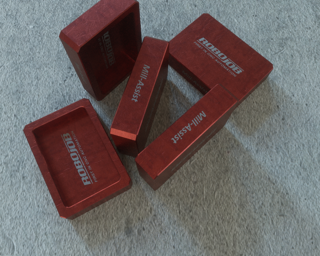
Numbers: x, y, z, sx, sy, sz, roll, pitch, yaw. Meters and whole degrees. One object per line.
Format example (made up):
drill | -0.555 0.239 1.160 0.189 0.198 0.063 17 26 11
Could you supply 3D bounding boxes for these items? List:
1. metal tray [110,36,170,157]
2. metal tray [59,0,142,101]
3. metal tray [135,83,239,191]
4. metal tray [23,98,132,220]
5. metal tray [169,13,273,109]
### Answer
metal tray | -0.021 -0.035 0.387 0.030 0.090 0.130 16 71 5
metal tray | -0.065 -0.097 0.388 0.030 0.130 0.090 42 75 13
metal tray | 0.031 0.014 0.370 0.130 0.090 0.030 -42 76 -14
metal tray | -0.103 0.037 0.392 0.090 0.030 0.130 -27 73 -10
metal tray | 0.081 -0.094 0.442 0.090 0.030 0.130 -43 76 -14
